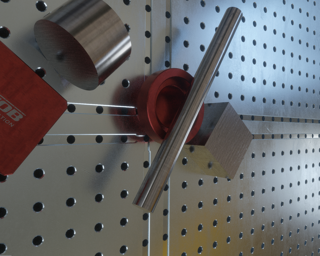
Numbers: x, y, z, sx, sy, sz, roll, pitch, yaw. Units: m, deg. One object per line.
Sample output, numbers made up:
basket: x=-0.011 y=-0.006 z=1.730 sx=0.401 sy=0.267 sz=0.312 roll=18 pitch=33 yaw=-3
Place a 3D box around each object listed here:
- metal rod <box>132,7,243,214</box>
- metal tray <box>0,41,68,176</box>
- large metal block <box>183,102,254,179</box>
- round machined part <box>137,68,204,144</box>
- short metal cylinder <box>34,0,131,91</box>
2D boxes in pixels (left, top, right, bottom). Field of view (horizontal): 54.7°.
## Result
metal rod: x=0.043 y=-0.038 z=0.390 sx=0.025 sy=0.025 sz=0.300 roll=40 pitch=65 yaw=-33
metal tray: x=-0.160 y=-0.030 z=0.272 sx=0.130 sy=0.030 sz=0.090 roll=47 pitch=62 yaw=-30
large metal block: x=0.086 y=0.018 z=0.465 sx=0.080 sy=0.050 sz=0.080 roll=48 pitch=62 yaw=-30
round machined part: x=0.009 y=-0.027 z=0.406 sx=0.099 sy=0.042 sz=0.097 roll=0 pitch=90 yaw=-40
short metal cylinder: x=-0.076 y=-0.084 z=0.309 sx=0.050 sy=0.080 sz=0.080 roll=-50 pitch=120 yaw=-28
